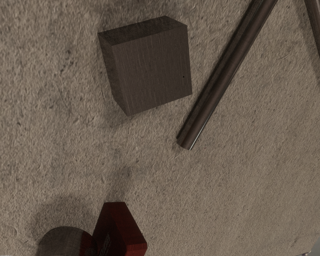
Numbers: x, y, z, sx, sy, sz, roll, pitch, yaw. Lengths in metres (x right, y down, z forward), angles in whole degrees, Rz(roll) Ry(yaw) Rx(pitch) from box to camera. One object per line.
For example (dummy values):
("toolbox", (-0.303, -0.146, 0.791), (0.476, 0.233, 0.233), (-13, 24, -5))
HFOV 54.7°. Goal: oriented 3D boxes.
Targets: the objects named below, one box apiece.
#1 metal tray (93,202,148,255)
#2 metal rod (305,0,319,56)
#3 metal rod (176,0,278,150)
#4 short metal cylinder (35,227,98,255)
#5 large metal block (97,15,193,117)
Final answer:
("metal tray", (-0.068, 0.183, 0.441), (0.030, 0.090, 0.129), (7, 115, -34))
("metal rod", (0.257, -0.122, 0.475), (0.025, 0.025, 0.300), (-42, 130, 0))
("metal rod", (0.102, -0.102, 0.401), (0.025, 0.025, 0.298), (16, 110, -35))
("short metal cylinder", (-0.127, 0.181, 0.416), (0.081, 0.050, 0.079), (-1, 114, -2))
("large metal block", (-0.014, -0.069, 0.341), (0.081, 0.050, 0.079), (-21, 127, -17))
